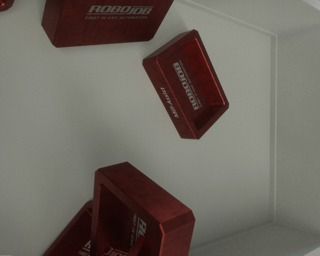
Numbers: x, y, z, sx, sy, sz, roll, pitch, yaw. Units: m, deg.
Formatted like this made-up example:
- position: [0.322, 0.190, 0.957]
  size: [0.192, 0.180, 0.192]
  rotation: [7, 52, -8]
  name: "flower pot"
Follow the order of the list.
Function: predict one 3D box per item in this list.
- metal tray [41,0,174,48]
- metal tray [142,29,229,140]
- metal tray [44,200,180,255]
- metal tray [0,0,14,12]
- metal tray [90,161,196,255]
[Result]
- position: [-0.047, -0.130, 0.323]
  size: [0.131, 0.089, 0.030]
  rotation: [-17, 67, -39]
  name: "metal tray"
- position: [0.041, -0.060, 0.437]
  size: [0.090, 0.030, 0.130]
  rotation: [-43, 116, -31]
  name: "metal tray"
- position: [-0.054, 0.116, 0.287]
  size: [0.030, 0.130, 0.090]
  rotation: [54, 54, -22]
  name: "metal tray"
- position: [-0.133, -0.126, 0.214]
  size: [0.030, 0.130, 0.090]
  rotation: [53, 44, -6]
  name: "metal tray"
- position: [-0.022, 0.105, 0.258]
  size: [0.030, 0.090, 0.129]
  rotation: [-10, 117, -39]
  name: "metal tray"
